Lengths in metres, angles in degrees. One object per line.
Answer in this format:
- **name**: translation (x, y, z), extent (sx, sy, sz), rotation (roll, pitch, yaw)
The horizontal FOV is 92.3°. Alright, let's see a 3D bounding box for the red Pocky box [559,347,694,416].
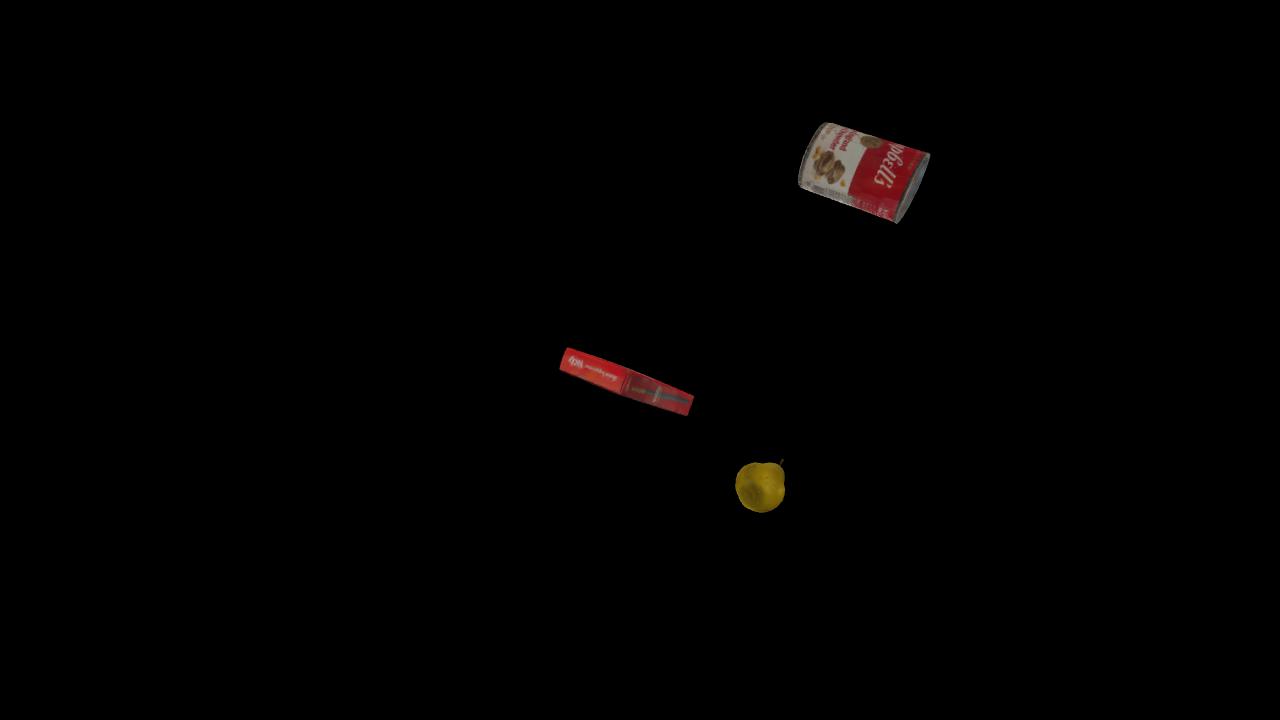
- **red Pocky box**: translation (-0.009, 0.025, 0.662), extent (0.083, 0.028, 0.155), rotation (22, -1, 32)

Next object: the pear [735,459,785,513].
- **pear**: translation (0.204, 0.197, 0.988), extent (0.080, 0.080, 0.111), rotation (0, 11, 44)

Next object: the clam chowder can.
- **clam chowder can**: translation (0.213, -0.181, 0.591), extent (0.102, 0.068, 0.068), rotation (28, 11, 22)
